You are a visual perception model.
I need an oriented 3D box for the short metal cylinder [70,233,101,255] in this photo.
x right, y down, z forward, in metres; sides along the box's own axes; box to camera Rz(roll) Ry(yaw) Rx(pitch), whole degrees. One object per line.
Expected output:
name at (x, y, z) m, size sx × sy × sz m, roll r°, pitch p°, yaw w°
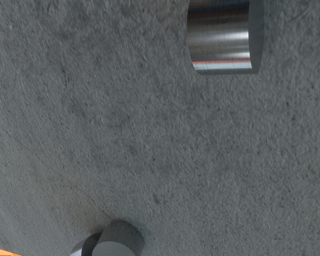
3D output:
short metal cylinder at (-0.122, 0.245, 0.585) m, size 0.080 × 0.080 × 0.050 m, roll 47°, pitch 129°, yaw -5°

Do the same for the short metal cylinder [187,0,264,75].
short metal cylinder at (0.063, -0.089, 0.283) m, size 0.050 × 0.080 × 0.079 m, roll 3°, pitch 120°, yaw 26°

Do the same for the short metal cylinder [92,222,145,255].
short metal cylinder at (-0.072, 0.215, 0.546) m, size 0.080 × 0.050 × 0.079 m, roll 4°, pitch 112°, yaw 9°
